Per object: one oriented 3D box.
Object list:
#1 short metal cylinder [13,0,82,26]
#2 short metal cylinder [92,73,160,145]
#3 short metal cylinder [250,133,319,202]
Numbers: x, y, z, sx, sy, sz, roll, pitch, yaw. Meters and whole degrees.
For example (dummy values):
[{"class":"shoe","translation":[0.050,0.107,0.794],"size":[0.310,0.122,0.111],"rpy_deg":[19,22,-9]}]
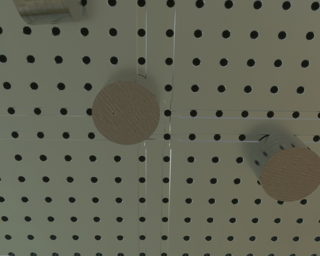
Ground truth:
[{"class":"short metal cylinder","translation":[-0.118,-0.152,0.326],"size":[0.050,0.080,0.079],"rpy_deg":[-4,110,1]},{"class":"short metal cylinder","translation":[-0.040,-0.025,0.390],"size":[0.081,0.050,0.079],"rpy_deg":[0,110,-1]},{"class":"short metal cylinder","translation":[0.170,0.052,0.422],"size":[0.081,0.050,0.079],"rpy_deg":[0,110,-1]}]
